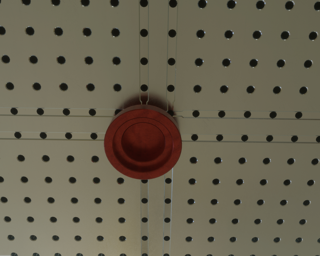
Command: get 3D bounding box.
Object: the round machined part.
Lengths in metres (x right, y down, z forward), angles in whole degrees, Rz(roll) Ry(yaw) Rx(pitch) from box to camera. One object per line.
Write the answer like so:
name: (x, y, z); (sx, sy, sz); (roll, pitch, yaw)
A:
round machined part: (-0.022, 0.015, 0.410); (0.099, 0.042, 0.097); (0, 110, 0)
